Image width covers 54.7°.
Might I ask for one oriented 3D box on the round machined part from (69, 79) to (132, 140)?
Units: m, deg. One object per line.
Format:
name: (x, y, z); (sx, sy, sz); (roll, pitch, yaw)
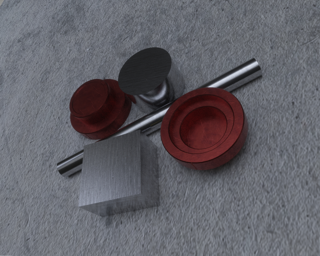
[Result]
round machined part: (-0.096, -0.035, 0.466); (0.098, 0.042, 0.098); (-13, 56, 21)

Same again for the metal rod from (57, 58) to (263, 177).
metal rod: (-0.008, -0.009, 0.416); (0.300, 0.025, 0.025); (-28, 52, 10)

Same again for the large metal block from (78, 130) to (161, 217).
large metal block: (-0.048, 0.057, 0.380); (0.080, 0.050, 0.080); (-16, 55, 19)

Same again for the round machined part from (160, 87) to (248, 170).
round machined part: (0.054, 0.004, 0.363); (0.098, 0.042, 0.098); (-13, 56, 21)

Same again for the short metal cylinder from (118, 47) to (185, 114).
short metal cylinder: (-0.011, -0.066, 0.435); (0.080, 0.050, 0.080); (-13, 56, 21)
